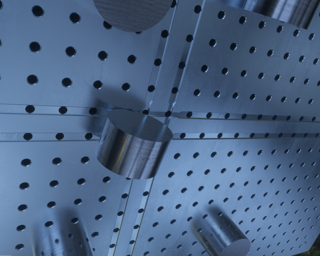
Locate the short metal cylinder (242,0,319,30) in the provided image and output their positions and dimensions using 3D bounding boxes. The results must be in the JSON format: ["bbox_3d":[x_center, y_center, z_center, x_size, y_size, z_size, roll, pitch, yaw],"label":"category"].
[{"bbox_3d":[0.144,-0.152,0.362,0.081,0.080,0.050,4,116,-31],"label":"short metal cylinder"}]

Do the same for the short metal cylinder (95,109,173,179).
[{"bbox_3d":[-0.031,0.017,0.371,0.081,0.080,0.050,8,114,-32],"label":"short metal cylinder"}]

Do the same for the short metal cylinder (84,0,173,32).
[{"bbox_3d":[-0.032,-0.137,0.293,0.081,0.050,0.079,-14,125,-21],"label":"short metal cylinder"}]

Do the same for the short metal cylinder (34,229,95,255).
[{"bbox_3d":[-0.134,0.192,0.442,0.081,0.050,0.079,-14,124,-21],"label":"short metal cylinder"}]

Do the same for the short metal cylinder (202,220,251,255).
[{"bbox_3d":[0.131,0.230,0.612,0.081,0.050,0.079,-14,125,-21],"label":"short metal cylinder"}]
